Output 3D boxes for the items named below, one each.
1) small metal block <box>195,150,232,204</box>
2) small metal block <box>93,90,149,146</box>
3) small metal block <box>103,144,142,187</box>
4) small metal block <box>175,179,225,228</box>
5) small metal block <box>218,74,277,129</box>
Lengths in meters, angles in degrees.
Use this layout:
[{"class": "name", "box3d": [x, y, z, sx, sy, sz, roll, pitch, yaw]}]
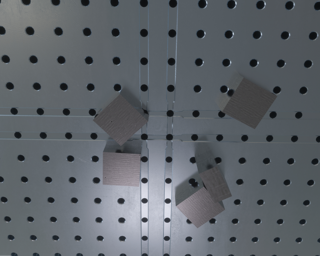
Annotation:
[{"class": "small metal block", "box3d": [0.072, 0.065, 0.425, 0.025, 0.050, 0.050, -26, 108, 9]}, {"class": "small metal block", "box3d": [-0.051, -0.014, 0.408, 0.050, 0.025, 0.050, -42, 105, 14]}, {"class": "small metal block", "box3d": [-0.052, 0.052, 0.432, 0.050, 0.025, 0.050, 4, 110, -2]}, {"class": "small metal block", "box3d": [0.058, 0.110, 0.454, 0.050, 0.025, 0.050, -39, 106, 13]}, {"class": "small metal block", "box3d": [0.113, -0.034, 0.402, 0.050, 0.025, 0.050, 27, 108, -10]}]
